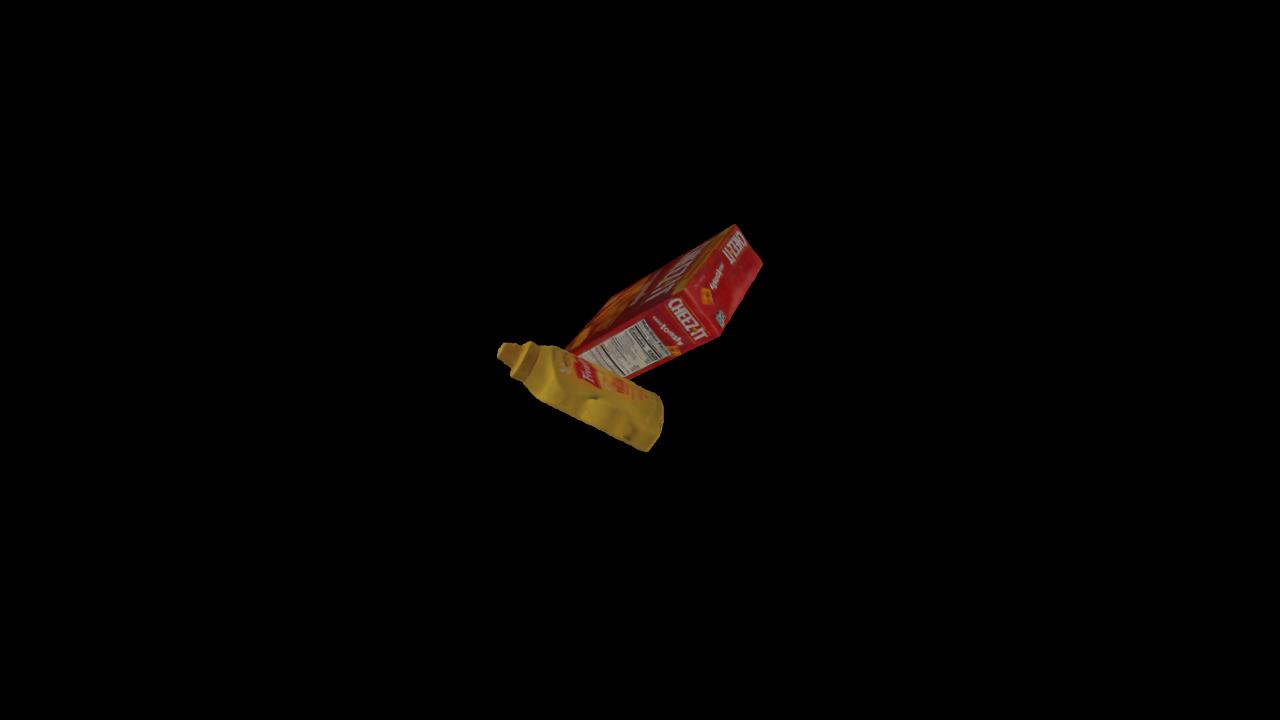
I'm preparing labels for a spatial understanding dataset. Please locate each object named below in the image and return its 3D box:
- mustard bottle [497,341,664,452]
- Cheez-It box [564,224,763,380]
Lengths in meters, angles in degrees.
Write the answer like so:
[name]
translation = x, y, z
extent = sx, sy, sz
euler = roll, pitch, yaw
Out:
[mustard bottle]
translation = -0.065, 0.029, 0.647
extent = 0.184, 0.054, 0.092
euler = 27, 27, -17
[Cheez-It box]
translation = 0.020, -0.054, 0.725
extent = 0.223, 0.071, 0.166
euler = -26, 20, 40
